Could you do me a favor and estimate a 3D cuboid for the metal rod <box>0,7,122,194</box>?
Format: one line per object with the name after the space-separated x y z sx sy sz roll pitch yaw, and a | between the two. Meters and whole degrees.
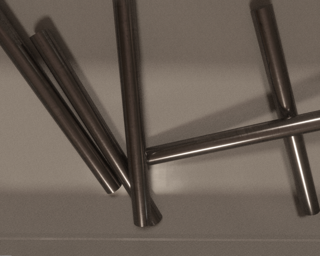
-0.138 -0.036 0.395 0.025 0.025 0.299 -28 108 9 | metal rod

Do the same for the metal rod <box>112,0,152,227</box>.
-0.033 -0.014 0.390 0.025 0.025 0.298 -4 105 1 | metal rod

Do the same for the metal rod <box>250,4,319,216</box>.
0.171 -0.009 0.410 0.025 0.025 0.299 -20 109 7 | metal rod

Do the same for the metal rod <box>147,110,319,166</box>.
0.125 0.007 0.394 0.301 0.025 0.025 -13 110 12 | metal rod

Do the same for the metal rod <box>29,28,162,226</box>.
-0.076 0.012 0.414 0.025 0.025 0.299 -26 109 9 | metal rod
